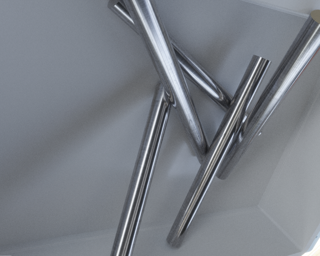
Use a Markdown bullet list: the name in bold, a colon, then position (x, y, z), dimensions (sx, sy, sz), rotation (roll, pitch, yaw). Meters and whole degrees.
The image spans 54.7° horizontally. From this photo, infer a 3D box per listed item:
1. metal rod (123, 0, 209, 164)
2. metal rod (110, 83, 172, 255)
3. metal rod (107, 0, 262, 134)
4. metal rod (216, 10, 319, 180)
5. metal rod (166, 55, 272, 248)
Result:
- **metal rod**: position (0.024, -0.036, 0.364), dimensions (0.025, 0.025, 0.299), rotation (-35, 140, -5)
- **metal rod**: position (-0.030, 0.092, 0.368), dimensions (0.025, 0.025, 0.299), rotation (19, 83, -36)
- **metal rod**: position (0.055, -0.063, 0.399), dimensions (0.301, 0.025, 0.025), rotation (34, 99, -39)
- **metal rod**: position (0.124, -0.011, 0.393), dimensions (0.025, 0.025, 0.298), rotation (-15, 149, -20)
- **metal rod**: position (0.076, 0.043, 0.437), dimensions (0.025, 0.025, 0.298), rotation (12, 109, -33)
